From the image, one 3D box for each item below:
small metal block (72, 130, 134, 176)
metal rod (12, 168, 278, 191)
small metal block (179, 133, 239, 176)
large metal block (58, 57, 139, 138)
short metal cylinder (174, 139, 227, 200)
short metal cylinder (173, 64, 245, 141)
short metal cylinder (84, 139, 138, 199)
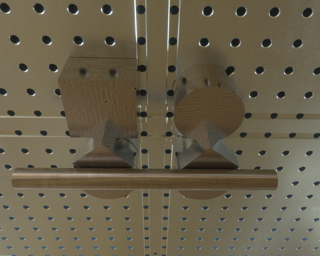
[{"bbox_3d":[-0.068,0.037,0.377,0.050,0.025,0.050,-33,123,24],"label":"small metal block"},{"bbox_3d":[-0.016,0.060,0.363,0.302,0.025,0.025,1,130,-1],"label":"metal rod"},{"bbox_3d":[0.060,0.041,0.381,0.050,0.025,0.050,33,123,-25],"label":"small metal block"},{"bbox_3d":[-0.066,-0.034,0.364,0.081,0.050,0.079,1,130,-1],"label":"large metal block"},{"bbox_3d":[0.061,0.059,0.446,0.081,0.050,0.079,0,130,0],"label":"short metal cylinder"},{"bbox_3d":[0.056,-0.029,0.371,0.081,0.050,0.079,0,130,0],"label":"short metal cylinder"},{"bbox_3d":[-0.073,0.057,0.442,0.081,0.050,0.079,0,130,0],"label":"short metal cylinder"}]
